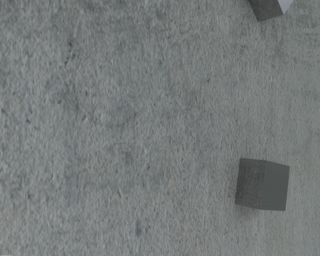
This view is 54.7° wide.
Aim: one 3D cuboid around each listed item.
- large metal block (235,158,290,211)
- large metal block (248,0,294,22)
[{"bbox_3d":[0.181,0.099,0.544,0.081,0.050,0.080,15,81,-39],"label":"large metal block"},{"bbox_3d":[0.200,-0.254,0.559,0.080,0.050,0.080,-53,121,-27],"label":"large metal block"}]
